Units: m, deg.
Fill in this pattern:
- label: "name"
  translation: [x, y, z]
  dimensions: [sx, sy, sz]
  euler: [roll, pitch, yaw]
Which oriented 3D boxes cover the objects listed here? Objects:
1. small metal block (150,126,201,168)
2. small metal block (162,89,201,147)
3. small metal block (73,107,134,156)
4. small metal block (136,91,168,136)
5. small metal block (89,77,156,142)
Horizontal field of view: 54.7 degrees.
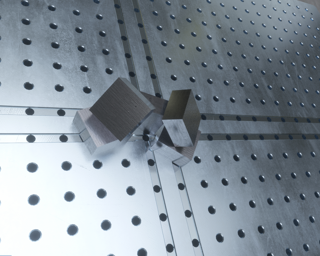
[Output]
- label: "small metal block"
  translation: [0.022, 0.016, 0.412]
  dimensions: [0.050, 0.025, 0.050]
  euler: [31, 51, -9]
- label: "small metal block"
  translation: [0.028, -0.012, 0.382]
  dimensions: [0.050, 0.025, 0.050]
  euler: [64, 35, -43]
- label: "small metal block"
  translation: [-0.069, -0.001, 0.373]
  dimensions: [0.050, 0.025, 0.050]
  euler: [-21, 73, -36]
- label: "small metal block"
  translation: [-0.021, -0.018, 0.393]
  dimensions: [0.050, 0.050, 0.025]
  euler: [17, 55, -19]
- label: "small metal block"
  translation: [-0.041, -0.021, 0.348]
  dimensions: [0.050, 0.050, 0.025]
  euler: [45, 12, 3]
